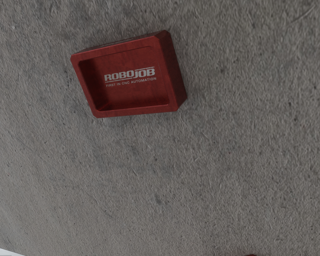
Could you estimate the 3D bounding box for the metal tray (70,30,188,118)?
[{"bbox_3d":[-0.040,-0.062,0.386,0.130,0.030,0.090,-4,117,30],"label":"metal tray"}]
